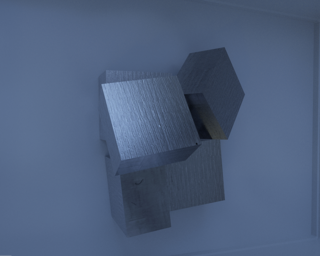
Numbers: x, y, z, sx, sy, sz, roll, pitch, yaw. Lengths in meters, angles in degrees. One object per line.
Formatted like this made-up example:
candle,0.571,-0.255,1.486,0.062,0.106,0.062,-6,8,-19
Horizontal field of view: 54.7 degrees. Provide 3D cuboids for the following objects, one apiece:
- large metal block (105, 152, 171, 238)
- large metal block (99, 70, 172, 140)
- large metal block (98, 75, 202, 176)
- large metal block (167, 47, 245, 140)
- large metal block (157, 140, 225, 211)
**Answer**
large metal block,-0.029,0.073,0.370,0.050,0.080,0.079,-7,93,-20
large metal block,-0.031,-0.026,0.385,0.081,0.050,0.079,-1,91,-20
large metal block,-0.014,-0.003,0.322,0.081,0.050,0.080,-10,68,-20
large metal block,0.061,-0.042,0.392,0.080,0.050,0.080,55,50,-36
large metal block,0.034,0.057,0.407,0.081,0.050,0.079,-6,92,-20
